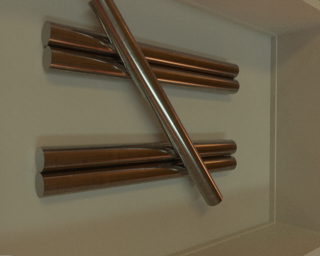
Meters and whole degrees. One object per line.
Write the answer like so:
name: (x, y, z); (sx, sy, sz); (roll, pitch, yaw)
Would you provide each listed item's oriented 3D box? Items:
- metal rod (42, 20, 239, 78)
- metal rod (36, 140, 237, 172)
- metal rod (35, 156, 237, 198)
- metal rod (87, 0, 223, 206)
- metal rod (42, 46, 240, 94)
metal rod: (0.002, -0.093, 0.406); (0.302, 0.025, 0.025); (1, 90, -40)
metal rod: (-0.002, 0.031, 0.402); (0.302, 0.025, 0.025); (0, 90, -40)
metal rod: (-0.003, 0.056, 0.402); (0.302, 0.025, 0.025); (0, 90, -40)
metal rod: (0.006, -0.017, 0.378); (0.025, 0.025, 0.299); (-46, 117, -30)
metal rod: (0.003, -0.068, 0.406); (0.302, 0.025, 0.025); (1, 90, -40)
